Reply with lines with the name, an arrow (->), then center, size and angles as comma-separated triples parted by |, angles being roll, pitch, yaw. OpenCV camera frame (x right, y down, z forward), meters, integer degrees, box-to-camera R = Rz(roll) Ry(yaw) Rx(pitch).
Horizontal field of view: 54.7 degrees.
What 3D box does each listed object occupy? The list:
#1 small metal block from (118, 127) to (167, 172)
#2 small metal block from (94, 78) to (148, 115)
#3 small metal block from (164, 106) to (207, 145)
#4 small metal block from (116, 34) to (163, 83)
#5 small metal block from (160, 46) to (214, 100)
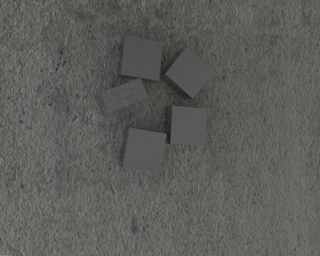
small metal block -> -0.023, 0.028, 0.401 | 0.050, 0.025, 0.050 | 10, 87, -20
small metal block -> -0.049, -0.038, 0.378 | 0.050, 0.050, 0.025 | -24, 98, -18
small metal block -> 0.034, -0.003, 0.421 | 0.050, 0.025, 0.050 | 4, 89, -20
small metal block -> -0.026, -0.088, 0.399 | 0.050, 0.025, 0.050 | 6, 88, -20
small metal block -> 0.036, -0.074, 0.422 | 0.050, 0.025, 0.050 | 40, 77, -16
